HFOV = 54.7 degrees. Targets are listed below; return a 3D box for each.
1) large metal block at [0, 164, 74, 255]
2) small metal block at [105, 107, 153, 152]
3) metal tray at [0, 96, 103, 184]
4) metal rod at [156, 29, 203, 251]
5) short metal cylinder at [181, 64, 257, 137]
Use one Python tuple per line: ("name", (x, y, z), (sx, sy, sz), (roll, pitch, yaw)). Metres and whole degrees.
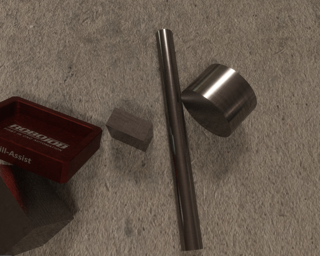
("large metal block", (-0.154, 0.088, 0.339), (0.050, 0.080, 0.080), (-42, 75, 2))
("small metal block", (-0.037, 0.003, 0.393), (0.050, 0.050, 0.025), (23, 72, 8))
("metal tray", (-0.148, 0.009, 0.371), (0.131, 0.030, 0.090), (20, 28, 7))
("metal rod", (0.022, 0.001, 0.408), (0.025, 0.025, 0.299), (-6, 70, -2))
("short metal cylinder", (0.073, -0.034, 0.392), (0.080, 0.080, 0.050), (42, 75, 13))
